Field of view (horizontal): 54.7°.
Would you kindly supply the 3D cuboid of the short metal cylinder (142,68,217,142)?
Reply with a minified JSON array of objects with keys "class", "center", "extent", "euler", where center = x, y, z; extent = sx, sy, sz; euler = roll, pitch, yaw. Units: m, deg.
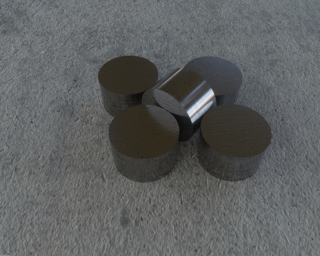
[{"class":"short metal cylinder","center":[0.024,-0.029,0.394],"extent":[0.080,0.080,0.050],"euler":[32,57,24]}]

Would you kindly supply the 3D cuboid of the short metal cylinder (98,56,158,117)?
[{"class":"short metal cylinder","center":[-0.043,-0.057,0.434],"extent":[0.081,0.050,0.080],"euler":[0,50,0]}]

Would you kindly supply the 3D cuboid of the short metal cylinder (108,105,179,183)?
[{"class":"short metal cylinder","center":[-0.018,0.018,0.372],"extent":[0.081,0.050,0.080],"euler":[0,50,0]}]

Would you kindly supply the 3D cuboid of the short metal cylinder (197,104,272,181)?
[{"class":"short metal cylinder","center":[0.087,0.017,0.374],"extent":[0.081,0.050,0.080],"euler":[0,50,0]}]

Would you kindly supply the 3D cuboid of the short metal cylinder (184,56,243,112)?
[{"class":"short metal cylinder","center":[0.070,-0.055,0.434],"extent":[0.081,0.050,0.080],"euler":[0,50,0]}]
